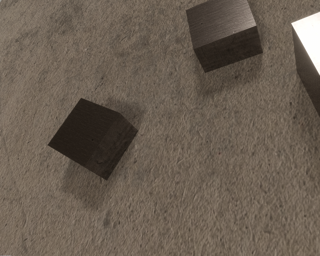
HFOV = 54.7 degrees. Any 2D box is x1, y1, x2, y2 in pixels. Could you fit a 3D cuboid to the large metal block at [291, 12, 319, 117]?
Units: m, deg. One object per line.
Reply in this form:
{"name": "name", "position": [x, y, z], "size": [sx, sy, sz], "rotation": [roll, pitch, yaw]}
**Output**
{"name": "large metal block", "position": [0.176, -0.062, 0.314], "size": [0.050, 0.080, 0.080], "rotation": [-19, 54, 17]}

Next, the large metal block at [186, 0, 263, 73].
{"name": "large metal block", "position": [0.086, -0.133, 0.423], "size": [0.080, 0.050, 0.080], "rotation": [-17, 55, 18]}

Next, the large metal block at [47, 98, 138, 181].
{"name": "large metal block", "position": [-0.091, 0.014, 0.426], "size": [0.080, 0.050, 0.080], "rotation": [21, 73, 35]}
